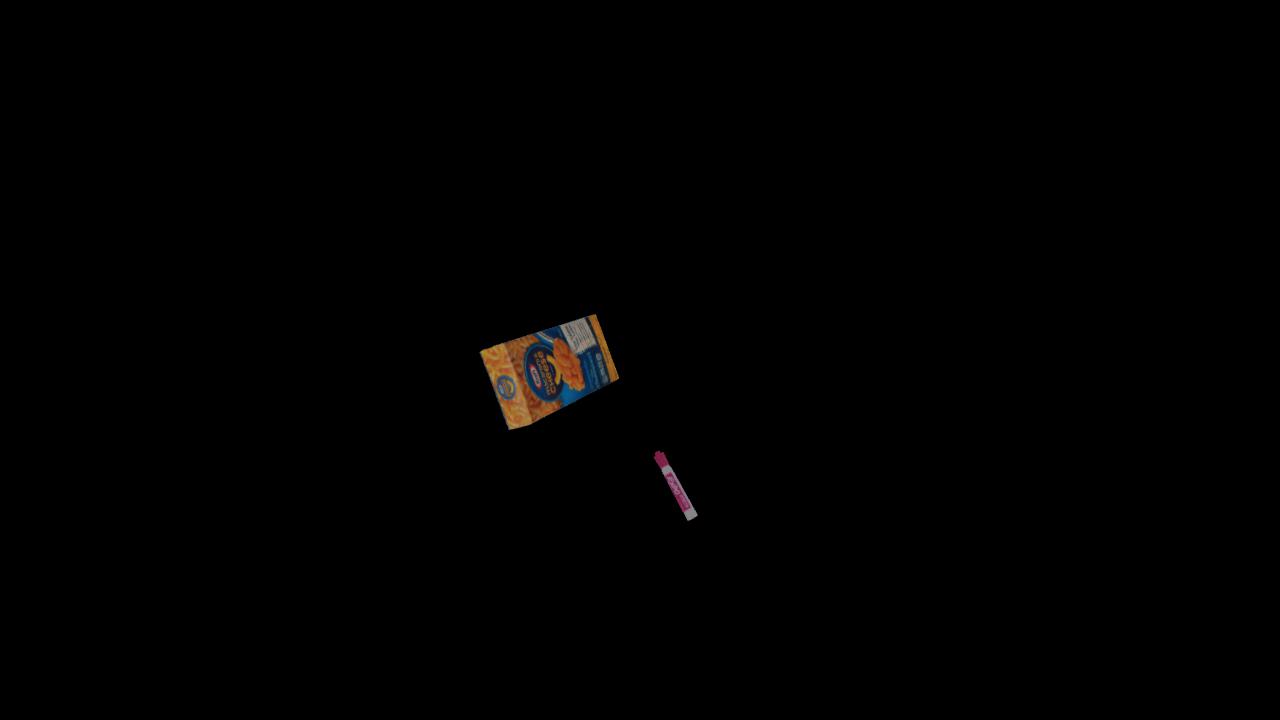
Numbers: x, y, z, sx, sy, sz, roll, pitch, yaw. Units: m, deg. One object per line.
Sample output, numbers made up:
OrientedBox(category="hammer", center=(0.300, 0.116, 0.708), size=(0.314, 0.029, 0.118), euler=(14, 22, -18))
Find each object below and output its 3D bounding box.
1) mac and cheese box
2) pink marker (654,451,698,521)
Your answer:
OrientedBox(category="mac and cheese box", center=(-0.098, 0.008, 0.720), size=(0.041, 0.093, 0.184), euler=(-15, 6, 31))
OrientedBox(category="pink marker", center=(0.056, 0.201, 0.995), size=(0.020, 0.121, 0.020), euler=(-26, -20, -10))
